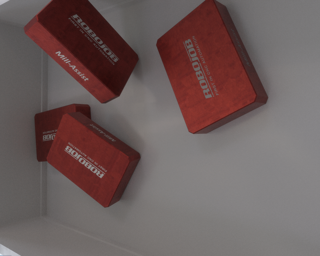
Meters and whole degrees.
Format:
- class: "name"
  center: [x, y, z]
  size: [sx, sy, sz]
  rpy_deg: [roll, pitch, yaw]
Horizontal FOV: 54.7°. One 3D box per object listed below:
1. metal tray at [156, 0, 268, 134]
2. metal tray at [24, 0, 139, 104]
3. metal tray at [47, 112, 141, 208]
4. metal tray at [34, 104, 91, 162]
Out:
- class: "metal tray"
  center: [0.055, -0.068, 0.358]
  size: [0.090, 0.030, 0.130]
  rpy_deg: [-31, 71, 36]
- class: "metal tray"
  center: [-0.092, -0.106, 0.396]
  size: [0.030, 0.130, 0.090]
  rpy_deg: [-21, 36, 38]
- class: "metal tray"
  center: [-0.103, 0.045, 0.465]
  size: [0.130, 0.030, 0.089]
  rpy_deg: [33, 109, 19]
- class: "metal tray"
  center: [-0.172, 0.011, 0.546]
  size: [0.130, 0.030, 0.089]
  rpy_deg: [-8, 85, 39]
